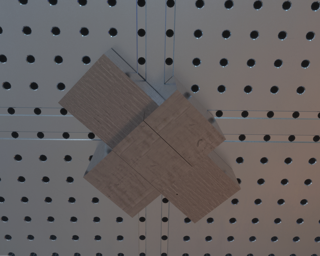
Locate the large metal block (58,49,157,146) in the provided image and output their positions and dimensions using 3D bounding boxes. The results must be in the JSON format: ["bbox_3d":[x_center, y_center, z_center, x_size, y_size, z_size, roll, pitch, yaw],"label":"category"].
[{"bbox_3d":[-0.061,-0.038,0.382,0.080,0.050,0.080,-43,105,15],"label":"large metal block"}]

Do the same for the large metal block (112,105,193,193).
[{"bbox_3d":[-0.008,0.021,0.392,0.050,0.080,0.080,-42,105,14],"label":"large metal block"}]

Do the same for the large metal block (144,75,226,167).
[{"bbox_3d":[0.028,-0.012,0.381,0.050,0.080,0.080,-42,105,14],"label":"large metal block"}]

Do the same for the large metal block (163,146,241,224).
[{"bbox_3d":[0.049,0.069,0.426,0.080,0.050,0.080,-42,105,14],"label":"large metal block"}]

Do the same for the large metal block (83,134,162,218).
[{"bbox_3d":[-0.044,0.054,0.404,0.050,0.080,0.080,-42,105,14],"label":"large metal block"}]
